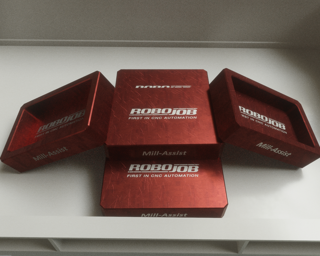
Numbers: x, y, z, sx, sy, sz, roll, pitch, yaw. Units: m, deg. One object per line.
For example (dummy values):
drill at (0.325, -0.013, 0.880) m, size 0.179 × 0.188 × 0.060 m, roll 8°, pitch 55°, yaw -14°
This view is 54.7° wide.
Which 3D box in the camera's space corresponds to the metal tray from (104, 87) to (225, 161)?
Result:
metal tray at (0.004, -0.007, 0.366) m, size 0.131 × 0.030 × 0.090 m, roll -1°, pitch 50°, yaw -1°

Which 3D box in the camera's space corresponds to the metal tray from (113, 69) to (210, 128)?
metal tray at (0.004, -0.043, 0.434) m, size 0.131 × 0.030 × 0.090 m, roll 0°, pitch 50°, yaw -1°

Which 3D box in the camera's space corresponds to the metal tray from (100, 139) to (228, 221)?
metal tray at (0.004, 0.056, 0.351) m, size 0.131 × 0.030 × 0.090 m, roll 0°, pitch 50°, yaw -1°

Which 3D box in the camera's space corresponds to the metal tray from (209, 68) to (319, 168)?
metal tray at (0.125, -0.011, 0.369) m, size 0.131 × 0.030 × 0.090 m, roll 18°, pitch 46°, yaw -23°

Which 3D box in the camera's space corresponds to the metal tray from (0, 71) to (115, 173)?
metal tray at (-0.119, -0.007, 0.365) m, size 0.130 × 0.030 × 0.090 m, roll -18°, pitch 47°, yaw 23°
